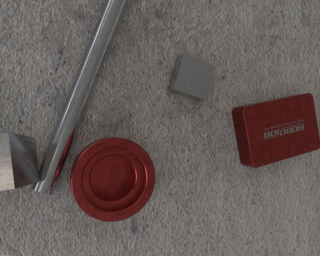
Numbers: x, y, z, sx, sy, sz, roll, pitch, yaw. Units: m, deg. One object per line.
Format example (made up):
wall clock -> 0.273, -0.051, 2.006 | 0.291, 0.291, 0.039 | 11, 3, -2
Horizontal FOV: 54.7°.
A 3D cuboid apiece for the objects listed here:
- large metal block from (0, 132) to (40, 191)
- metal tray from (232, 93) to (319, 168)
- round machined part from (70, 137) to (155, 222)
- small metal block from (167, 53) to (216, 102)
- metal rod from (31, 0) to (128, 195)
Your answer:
large metal block -> -0.174, 0.037, 0.305 | 0.081, 0.080, 0.050 | -8, 86, -7
metal tray -> 0.179, 0.001, 0.473 | 0.131, 0.030, 0.089 | -12, 94, -20
round machined part -> -0.059, 0.060, 0.379 | 0.099, 0.042, 0.097 | 0, 90, -20
small metal block -> 0.043, -0.068, 0.425 | 0.050, 0.025, 0.050 | 17, 84, -20
metal rod -> -0.087, -0.067, 0.377 | 0.025, 0.025, 0.299 | 22, 83, -19
